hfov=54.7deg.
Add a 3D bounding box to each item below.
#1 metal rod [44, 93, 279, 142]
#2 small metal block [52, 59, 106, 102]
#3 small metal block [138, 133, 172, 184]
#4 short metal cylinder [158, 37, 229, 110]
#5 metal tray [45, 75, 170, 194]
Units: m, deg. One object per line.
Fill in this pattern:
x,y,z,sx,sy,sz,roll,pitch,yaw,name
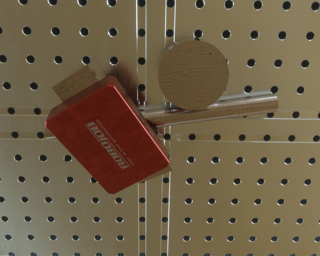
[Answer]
0.000,-0.014,0.409,0.302,0.025,0.025,-7,110,2,metal rod
-0.096,-0.057,0.377,0.050,0.050,0.025,-30,108,10,small metal block
-0.016,0.042,0.427,0.050,0.025,0.050,-22,109,7,small metal block
0.038,-0.067,0.375,0.081,0.050,0.079,0,110,-1,short metal cylinder
-0.058,0.013,0.373,0.090,0.030,0.130,-29,119,10,metal tray
